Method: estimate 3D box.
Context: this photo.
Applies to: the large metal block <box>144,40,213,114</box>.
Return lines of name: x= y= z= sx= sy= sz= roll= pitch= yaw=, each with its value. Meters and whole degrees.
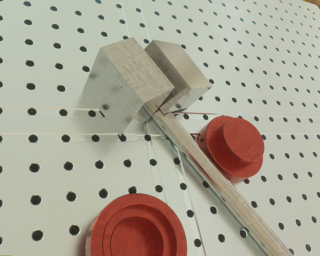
large metal block: x=0.017 y=-0.071 z=0.426 sx=0.080 sy=0.050 sz=0.080 roll=54 pitch=28 yaw=10

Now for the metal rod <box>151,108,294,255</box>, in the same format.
metal rod: x=0.089 y=0.085 z=0.403 sx=0.025 sy=0.025 sz=0.300 roll=-35 pitch=81 yaw=-38

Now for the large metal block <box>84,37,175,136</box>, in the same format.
large metal block: x=-0.041 y=-0.049 z=0.381 sx=0.050 sy=0.080 sz=0.080 roll=-32 pitch=80 yaw=-38

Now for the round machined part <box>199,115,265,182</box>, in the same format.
round machined part: x=0.108 y=0.024 z=0.441 sx=0.099 sy=0.042 sz=0.098 roll=14 pitch=56 yaw=-21

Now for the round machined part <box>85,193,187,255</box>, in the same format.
round machined part: x=-0.026 y=0.119 z=0.311 sx=0.099 sy=0.042 sz=0.098 roll=14 pitch=56 yaw=-21
